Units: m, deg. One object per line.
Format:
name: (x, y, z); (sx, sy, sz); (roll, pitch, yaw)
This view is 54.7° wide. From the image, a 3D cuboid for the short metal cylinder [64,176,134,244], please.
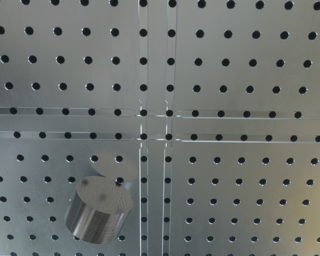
short metal cylinder: (-0.083, 0.110, 0.424); (0.080, 0.080, 0.050); (22, 109, -8)
